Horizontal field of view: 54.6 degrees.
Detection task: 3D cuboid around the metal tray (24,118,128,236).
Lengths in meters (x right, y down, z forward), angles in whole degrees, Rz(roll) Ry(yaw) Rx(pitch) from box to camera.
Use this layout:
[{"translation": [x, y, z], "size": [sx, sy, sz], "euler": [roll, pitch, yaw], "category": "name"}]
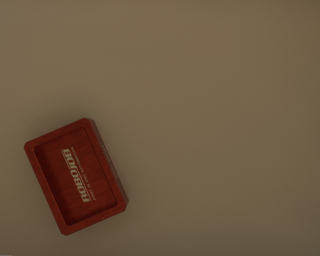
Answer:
[{"translation": [-0.108, 0.062, 0.408], "size": [0.090, 0.030, 0.130], "euler": [-23, 90, 0], "category": "metal tray"}]
